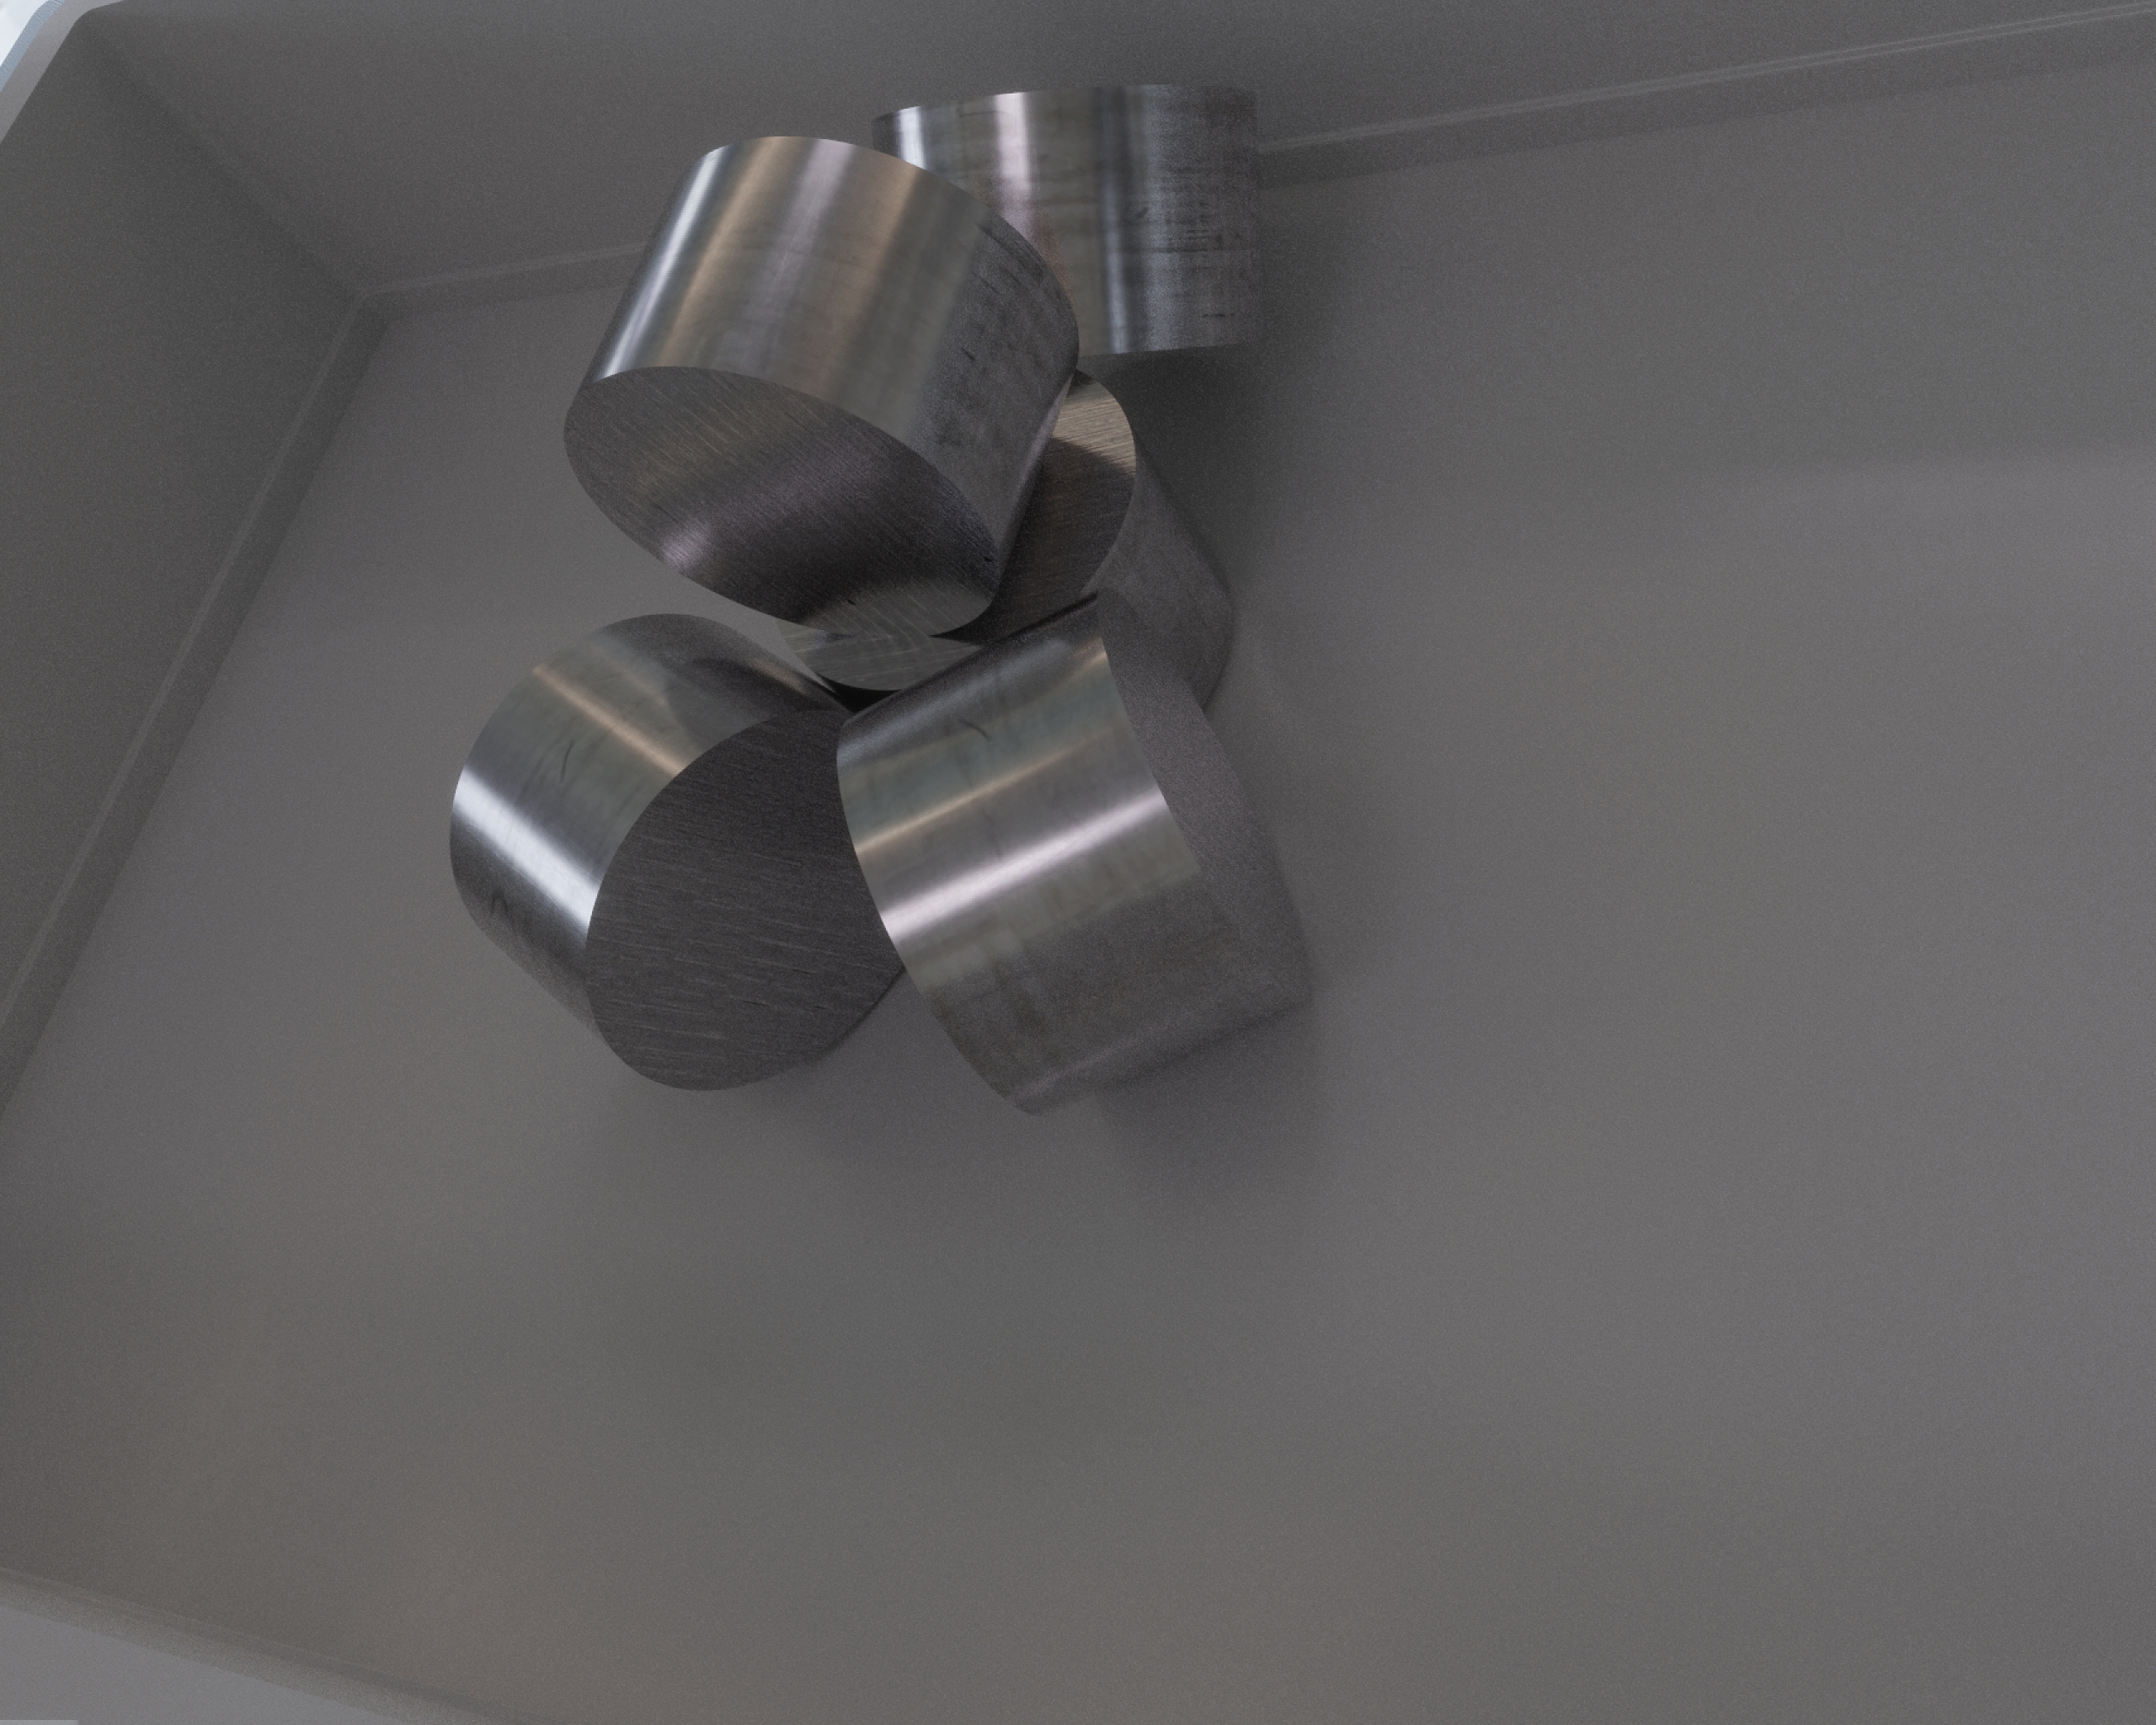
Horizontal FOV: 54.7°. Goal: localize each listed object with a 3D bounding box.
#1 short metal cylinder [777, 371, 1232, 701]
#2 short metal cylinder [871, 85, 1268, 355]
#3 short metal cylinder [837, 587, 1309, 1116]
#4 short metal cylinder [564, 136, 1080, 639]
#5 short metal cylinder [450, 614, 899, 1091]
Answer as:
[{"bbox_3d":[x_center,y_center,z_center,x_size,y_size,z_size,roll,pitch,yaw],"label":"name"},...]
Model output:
[{"bbox_3d":[-0.015,-0.056,0.429,0.080,0.050,0.080,-13,56,21],"label":"short metal cylinder"},{"bbox_3d":[-0.001,-0.133,0.443,0.080,0.080,0.050,4,106,30],"label":"short metal cylinder"},{"bbox_3d":[0.001,-0.002,0.369,0.050,0.080,0.080,-26,53,13],"label":"short metal cylinder"},{"bbox_3d":[-0.045,-0.083,0.379,0.080,0.080,0.050,3,64,30],"label":"short metal cylinder"},{"bbox_3d":[-0.074,-0.002,0.408,0.050,0.080,0.080,33,80,38],"label":"short metal cylinder"}]
